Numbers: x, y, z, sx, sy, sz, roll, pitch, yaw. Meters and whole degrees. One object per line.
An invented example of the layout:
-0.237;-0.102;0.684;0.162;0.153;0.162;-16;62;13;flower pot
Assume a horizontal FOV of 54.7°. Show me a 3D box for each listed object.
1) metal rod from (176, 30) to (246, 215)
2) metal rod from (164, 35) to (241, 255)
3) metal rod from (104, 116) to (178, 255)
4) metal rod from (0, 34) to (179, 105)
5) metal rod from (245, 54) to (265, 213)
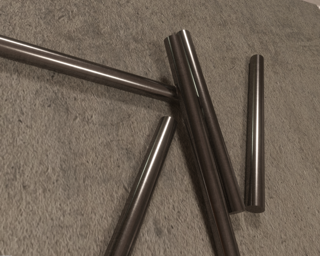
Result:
0.068;-0.025;0.457;0.025;0.025;0.299;2;61;-28;metal rod
0.049;0.012;0.402;0.025;0.025;0.299;-2;70;-30;metal rod
-0.033;0.103;0.324;0.025;0.025;0.300;30;52;-10;metal rod
-0.095;-0.075;0.399;0.302;0.025;0.025;13;56;-21;metal rod
0.154;-0.011;0.495;0.025;0.025;0.300;24;53;-14;metal rod
